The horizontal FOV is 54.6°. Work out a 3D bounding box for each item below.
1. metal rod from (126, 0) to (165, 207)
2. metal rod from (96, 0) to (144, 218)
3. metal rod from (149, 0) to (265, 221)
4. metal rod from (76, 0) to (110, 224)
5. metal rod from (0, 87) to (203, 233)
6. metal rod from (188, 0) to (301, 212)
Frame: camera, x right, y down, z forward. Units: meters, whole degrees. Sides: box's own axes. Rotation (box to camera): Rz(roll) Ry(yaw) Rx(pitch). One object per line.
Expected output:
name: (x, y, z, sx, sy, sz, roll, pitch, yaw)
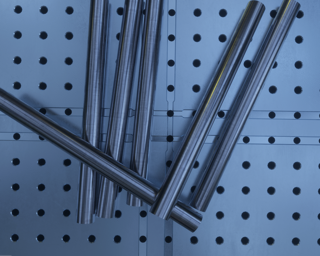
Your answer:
metal rod: (-0.018, -0.047, 0.413, 0.025, 0.025, 0.298, 6, 90, 0)
metal rod: (-0.053, -0.032, 0.412, 0.025, 0.025, 0.298, 8, 90, 0)
metal rod: (0.064, -0.030, 0.387, 0.025, 0.025, 0.300, 26, 79, 0)
metal rod: (-0.090, -0.025, 0.412, 0.025, 0.025, 0.298, 4, 90, 0)
metal rod: (-0.080, 0.039, 0.386, 0.301, 0.025, 0.025, 32, 90, 0)
metal rod: (0.112, -0.030, 0.413, 0.025, 0.025, 0.299, 25, 90, 0)
